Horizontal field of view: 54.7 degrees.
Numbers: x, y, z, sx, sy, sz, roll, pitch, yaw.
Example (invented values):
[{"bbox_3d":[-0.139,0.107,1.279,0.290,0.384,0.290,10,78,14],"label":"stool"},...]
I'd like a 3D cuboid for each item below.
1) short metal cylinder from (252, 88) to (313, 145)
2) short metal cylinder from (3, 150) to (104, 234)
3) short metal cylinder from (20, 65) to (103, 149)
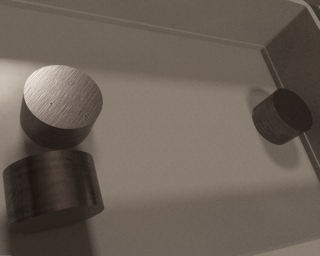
[{"bbox_3d":[0.202,-0.018,0.512,0.081,0.050,0.080,14,56,-21],"label":"short metal cylinder"},{"bbox_3d":[-0.096,0.060,0.283,0.081,0.080,0.050,-4,64,-31],"label":"short metal cylinder"},{"bbox_3d":[-0.110,-0.023,0.345,0.081,0.050,0.080,14,56,-21],"label":"short metal cylinder"}]
